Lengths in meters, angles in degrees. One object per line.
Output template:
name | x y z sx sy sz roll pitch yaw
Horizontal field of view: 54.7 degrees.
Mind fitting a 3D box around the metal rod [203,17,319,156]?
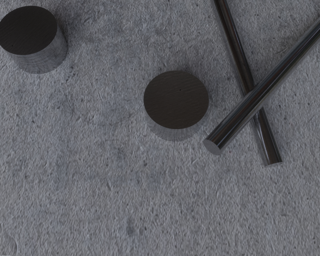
metal rod | 0.160 -0.074 0.415 0.025 0.025 0.301 41 67 13

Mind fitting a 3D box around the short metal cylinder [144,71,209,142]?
short metal cylinder | 0.020 -0.028 0.405 0.081 0.050 0.080 0 70 0

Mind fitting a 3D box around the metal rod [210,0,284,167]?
metal rod | 0.115 -0.091 0.441 0.025 0.025 0.299 -11 70 -4

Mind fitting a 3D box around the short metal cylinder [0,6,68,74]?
short metal cylinder | -0.178 -0.124 0.439 0.081 0.050 0.080 0 70 0
